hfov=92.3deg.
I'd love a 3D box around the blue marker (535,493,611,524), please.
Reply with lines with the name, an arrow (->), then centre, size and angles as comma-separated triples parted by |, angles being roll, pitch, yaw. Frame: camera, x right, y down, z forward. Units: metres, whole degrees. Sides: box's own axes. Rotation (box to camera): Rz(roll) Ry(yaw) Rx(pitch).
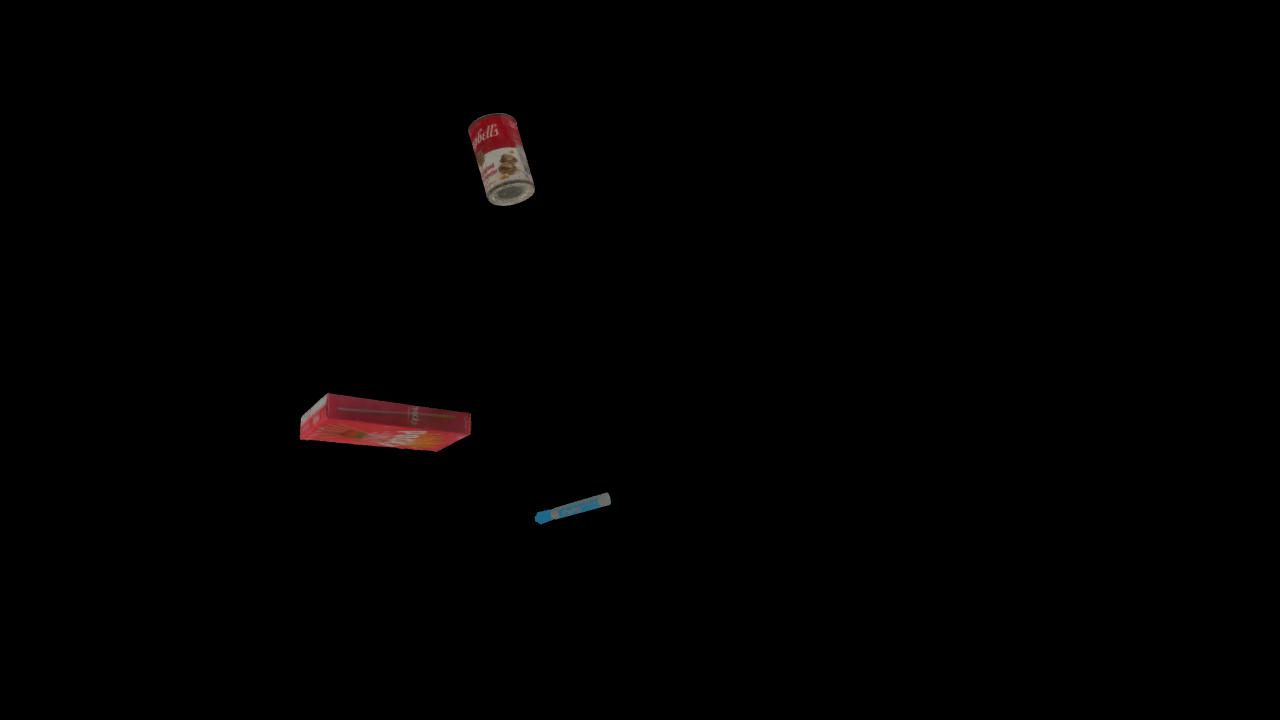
blue marker -> -0.102, 0.223, 0.922 | 0.121, 0.020, 0.020 | -18, -4, 12

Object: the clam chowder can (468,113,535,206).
clam chowder can -> -0.187, -0.271, 0.836 | 0.068, 0.102, 0.068 | -17, -7, -2

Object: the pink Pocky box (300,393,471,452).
pink Pocky box -> -0.271, 0.071, 0.665 | 0.155, 0.029, 0.084 | 14, -29, -41
